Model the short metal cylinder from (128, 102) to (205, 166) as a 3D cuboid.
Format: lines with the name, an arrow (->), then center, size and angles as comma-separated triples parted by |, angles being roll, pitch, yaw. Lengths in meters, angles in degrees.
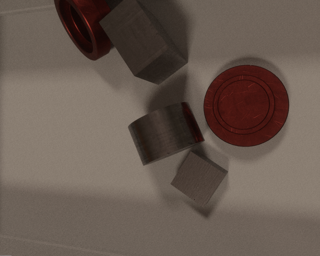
short metal cylinder -> 0.008, 0.008, 0.378 | 0.080, 0.080, 0.050 | -25, 82, 18

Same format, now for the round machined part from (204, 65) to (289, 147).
round machined part -> 0.100, -0.026, 0.366 | 0.098, 0.042, 0.097 | 0, 90, 19

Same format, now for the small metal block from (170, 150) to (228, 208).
small metal block -> 0.050, 0.063, 0.392 | 0.050, 0.025, 0.050 | 34, 101, 16

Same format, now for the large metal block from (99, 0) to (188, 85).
large metal block -> -0.017, -0.105, 0.387 | 0.050, 0.080, 0.080 | -36, 79, 16

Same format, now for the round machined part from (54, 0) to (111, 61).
round machined part -> -0.095, -0.144, 0.414 | 0.042, 0.098, 0.098 | -36, 76, -21
